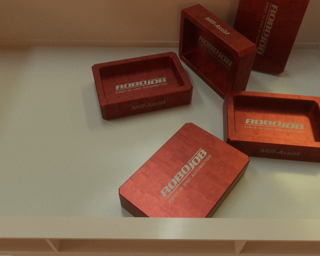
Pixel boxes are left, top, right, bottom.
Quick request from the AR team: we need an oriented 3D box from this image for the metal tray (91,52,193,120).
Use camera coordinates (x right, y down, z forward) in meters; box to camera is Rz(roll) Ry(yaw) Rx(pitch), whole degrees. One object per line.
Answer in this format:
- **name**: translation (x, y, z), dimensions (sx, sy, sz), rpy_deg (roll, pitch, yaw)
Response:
- **metal tray**: translation (-0.028, -0.065, 0.455), dimensions (0.131, 0.030, 0.090), rpy_deg (-12, 51, -10)

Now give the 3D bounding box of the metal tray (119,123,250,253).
- **metal tray**: translation (0.029, 0.060, 0.352), dimensions (0.090, 0.030, 0.131), rpy_deg (32, 57, 24)

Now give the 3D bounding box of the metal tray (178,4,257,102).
- **metal tray**: translation (0.078, -0.111, 0.457), dimensions (0.030, 0.089, 0.130), rpy_deg (-26, 55, -20)

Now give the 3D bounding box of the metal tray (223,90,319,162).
- **metal tray**: translation (0.151, -0.005, 0.407), dimensions (0.131, 0.030, 0.090), rpy_deg (5, 50, 3)

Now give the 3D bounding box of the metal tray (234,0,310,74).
- **metal tray**: translation (0.159, -0.153, 0.465), dimensions (0.090, 0.129, 0.030), rpy_deg (15, 42, 12)
